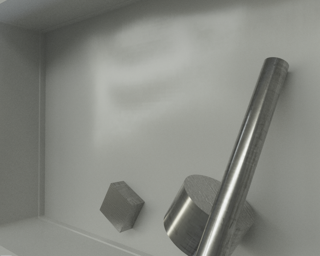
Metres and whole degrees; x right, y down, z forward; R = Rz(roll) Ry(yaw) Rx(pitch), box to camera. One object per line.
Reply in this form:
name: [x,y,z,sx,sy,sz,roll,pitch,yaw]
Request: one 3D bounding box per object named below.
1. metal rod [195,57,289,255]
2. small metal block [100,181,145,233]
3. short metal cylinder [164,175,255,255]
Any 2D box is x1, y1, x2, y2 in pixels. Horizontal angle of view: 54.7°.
metal rod: [0.060,0.069,0.273,0.025,0.025,0.299,11,70,39]
small metal block: [-0.056,0.114,0.451,0.050,0.025,0.050,37,112,33]
short metal cylinder: [0.051,0.094,0.328,0.080,0.081,0.050,39,114,33]
